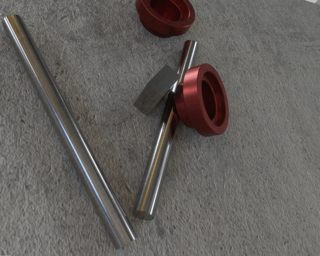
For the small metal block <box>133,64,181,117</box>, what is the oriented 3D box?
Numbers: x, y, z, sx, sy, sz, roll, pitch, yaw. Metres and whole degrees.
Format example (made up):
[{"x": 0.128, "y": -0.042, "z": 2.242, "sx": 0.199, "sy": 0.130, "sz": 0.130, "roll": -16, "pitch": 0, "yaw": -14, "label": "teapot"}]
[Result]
[{"x": -0.004, "y": -0.050, "z": 0.416, "sx": 0.025, "sy": 0.050, "sz": 0.050, "roll": 40, "pitch": 51, "yaw": -2, "label": "small metal block"}]

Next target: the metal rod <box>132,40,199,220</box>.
[{"x": 0.017, "y": -0.021, "z": 0.424, "sx": 0.025, "sy": 0.025, "sz": 0.300, "roll": 26, "pitch": 53, "yaw": -12, "label": "metal rod"}]

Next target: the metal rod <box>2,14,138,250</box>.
[{"x": -0.108, "y": -0.007, "z": 0.349, "sx": 0.025, "sy": 0.025, "sz": 0.299, "roll": -21, "pitch": 73, "yaw": -36, "label": "metal rod"}]

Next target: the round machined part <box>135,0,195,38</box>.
[{"x": 0.005, "y": -0.188, "z": 0.510, "sx": 0.099, "sy": 0.042, "sz": 0.098, "roll": 14, "pitch": 56, "yaw": -21, "label": "round machined part"}]

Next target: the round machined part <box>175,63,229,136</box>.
[{"x": 0.056, "y": -0.036, "z": 0.426, "sx": 0.098, "sy": 0.042, "sz": 0.098, "roll": 23, "pitch": 61, "yaw": -52, "label": "round machined part"}]
